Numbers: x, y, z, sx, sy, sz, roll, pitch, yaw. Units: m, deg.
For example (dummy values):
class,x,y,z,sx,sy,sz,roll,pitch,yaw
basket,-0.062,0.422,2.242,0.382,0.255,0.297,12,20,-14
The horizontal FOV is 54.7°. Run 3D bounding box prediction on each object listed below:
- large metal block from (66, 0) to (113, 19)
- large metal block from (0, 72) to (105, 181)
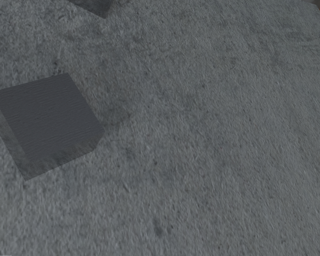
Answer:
class,x,y,z,sx,sy,sz,roll,pitch,yaw
large metal block,-0.103,-0.226,0.471,0.080,0.050,0.080,23,53,-15
large metal block,-0.119,-0.003,0.327,0.081,0.050,0.080,-25,76,-37
